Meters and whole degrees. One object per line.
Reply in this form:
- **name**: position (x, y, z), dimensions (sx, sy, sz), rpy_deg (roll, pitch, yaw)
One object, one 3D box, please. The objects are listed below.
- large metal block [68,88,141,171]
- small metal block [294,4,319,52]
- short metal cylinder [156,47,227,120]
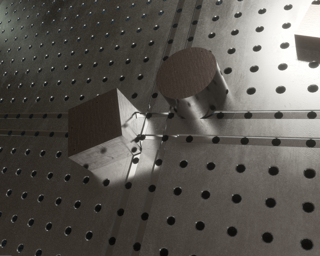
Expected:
- **large metal block**: position (-0.078, 0.003, 0.430), dimensions (0.080, 0.050, 0.080), rpy_deg (-22, 54, 14)
- **small metal block**: position (0.200, -0.121, 0.378), dimensions (0.050, 0.025, 0.050), rpy_deg (22, 73, 35)
- **short metal cylinder**: position (0.042, -0.058, 0.405), dimensions (0.080, 0.050, 0.080), rpy_deg (-13, 56, 20)
